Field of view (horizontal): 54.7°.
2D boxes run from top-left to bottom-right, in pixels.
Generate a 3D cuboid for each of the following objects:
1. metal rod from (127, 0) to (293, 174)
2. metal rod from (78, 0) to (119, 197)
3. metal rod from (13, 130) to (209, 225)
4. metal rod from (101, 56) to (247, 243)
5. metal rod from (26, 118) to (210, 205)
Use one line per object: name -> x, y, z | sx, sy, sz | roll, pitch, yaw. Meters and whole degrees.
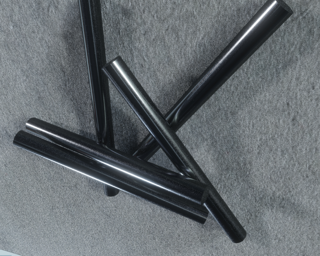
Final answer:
metal rod -> 0.032, -0.026, 0.372 | 0.025, 0.025, 0.298 | 42, 129, -1
metal rod -> -0.081, -0.023, 0.433 | 0.025, 0.025, 0.298 | 13, 124, 21
metal rod -> -0.072, 0.072, 0.457 | 0.301, 0.025, 0.025 | 22, 127, 2
metal rod -> 0.029, 0.041, 0.390 | 0.025, 0.025, 0.299 | -21, 116, 35
metal rod -> -0.075, 0.037, 0.430 | 0.301, 0.025, 0.025 | 18, 126, 26
